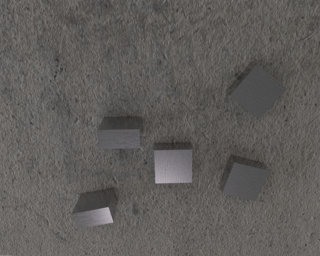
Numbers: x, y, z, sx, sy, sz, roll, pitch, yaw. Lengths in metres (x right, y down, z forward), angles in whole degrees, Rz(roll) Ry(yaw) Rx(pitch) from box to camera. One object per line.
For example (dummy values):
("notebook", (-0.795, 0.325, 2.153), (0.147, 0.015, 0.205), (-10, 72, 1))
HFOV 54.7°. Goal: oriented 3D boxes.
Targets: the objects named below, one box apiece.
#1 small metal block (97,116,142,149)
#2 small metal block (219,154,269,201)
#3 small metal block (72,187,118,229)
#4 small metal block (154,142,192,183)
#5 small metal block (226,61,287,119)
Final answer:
("small metal block", (-0.049, 0.005, 0.398), (0.050, 0.050, 0.025), (-1, 110, 0))
("small metal block", (0.117, 0.070, 0.437), (0.050, 0.025, 0.050), (14, 110, -6))
("small metal block", (-0.090, 0.112, 0.437), (0.050, 0.050, 0.025), (-12, 110, 4))
("small metal block", (0.018, 0.048, 0.427), (0.050, 0.025, 0.050), (-1, 110, 0))
("small metal block", (0.121, -0.048, 0.393), (0.050, 0.025, 0.050), (36, 106, -12))
